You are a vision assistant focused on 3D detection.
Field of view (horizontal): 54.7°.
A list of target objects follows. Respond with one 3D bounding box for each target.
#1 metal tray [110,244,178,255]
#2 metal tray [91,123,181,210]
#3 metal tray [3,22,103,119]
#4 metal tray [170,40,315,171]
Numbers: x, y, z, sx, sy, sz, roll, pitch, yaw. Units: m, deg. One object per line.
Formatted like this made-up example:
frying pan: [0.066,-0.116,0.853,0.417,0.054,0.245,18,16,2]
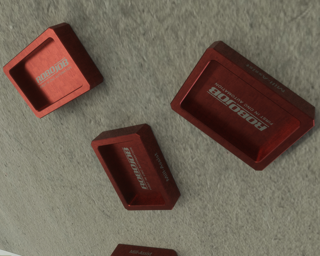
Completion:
metal tray: [-0.020,0.264,0.575,0.130,0.030,0.090,-7,115,31]
metal tray: [-0.035,0.062,0.458,0.090,0.030,0.129,-11,113,32]
metal tray: [-0.152,-0.075,0.434,0.130,0.030,0.090,-21,108,35]
metal tray: [0.088,-0.022,0.343,0.130,0.030,0.089,37,129,3]
